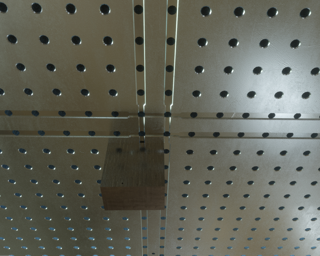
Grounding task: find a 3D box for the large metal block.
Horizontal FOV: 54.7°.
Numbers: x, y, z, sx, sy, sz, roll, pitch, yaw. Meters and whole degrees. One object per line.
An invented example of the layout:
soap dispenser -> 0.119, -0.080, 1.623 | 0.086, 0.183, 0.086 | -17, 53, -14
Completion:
large metal block -> -0.034, 0.066, 0.431 | 0.081, 0.080, 0.050 | 0, 130, 0
